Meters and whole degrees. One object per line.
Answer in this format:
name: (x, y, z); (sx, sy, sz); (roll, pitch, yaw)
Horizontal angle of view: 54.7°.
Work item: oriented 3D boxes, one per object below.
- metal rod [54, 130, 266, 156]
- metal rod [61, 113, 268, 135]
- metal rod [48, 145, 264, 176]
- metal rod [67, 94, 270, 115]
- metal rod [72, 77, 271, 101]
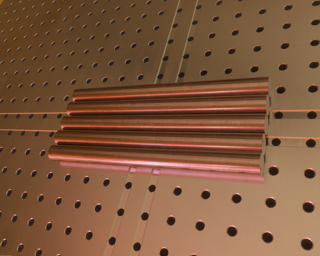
metal rod: (-0.020, 0.017, 0.407); (0.300, 0.025, 0.025); (1, 62, 28)
metal rod: (-0.014, -0.005, 0.417); (0.300, 0.025, 0.025); (1, 62, 28)
metal rod: (-0.025, 0.038, 0.397); (0.300, 0.025, 0.025); (0, 62, 27)
metal rod: (-0.008, -0.028, 0.428); (0.300, 0.025, 0.025); (1, 62, 28)
metal rod: (-0.002, -0.050, 0.439); (0.300, 0.025, 0.025); (1, 62, 28)
